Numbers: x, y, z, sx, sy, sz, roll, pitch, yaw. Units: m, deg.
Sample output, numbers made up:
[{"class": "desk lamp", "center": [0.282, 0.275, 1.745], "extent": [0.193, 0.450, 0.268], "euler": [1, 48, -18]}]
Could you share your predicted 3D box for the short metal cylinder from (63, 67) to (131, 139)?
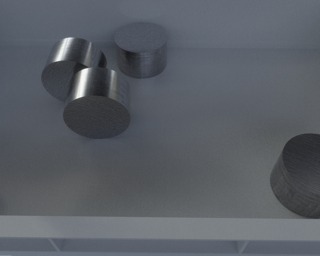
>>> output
[{"class": "short metal cylinder", "center": [-0.078, -0.030, 0.394], "extent": [0.081, 0.080, 0.050], "euler": [-2, 50, -2]}]

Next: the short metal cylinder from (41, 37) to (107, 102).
[{"class": "short metal cylinder", "center": [-0.118, -0.078, 0.434], "extent": [0.080, 0.080, 0.050], "euler": [1, 50, 0]}]

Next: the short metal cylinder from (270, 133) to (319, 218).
[{"class": "short metal cylinder", "center": [0.171, 0.053, 0.346], "extent": [0.080, 0.050, 0.080], "euler": [0, 50, 0]}]

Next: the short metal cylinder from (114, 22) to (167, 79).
[{"class": "short metal cylinder", "center": [-0.029, -0.124, 0.492], "extent": [0.080, 0.050, 0.080], "euler": [0, 50, 0]}]
